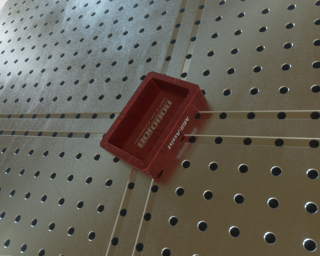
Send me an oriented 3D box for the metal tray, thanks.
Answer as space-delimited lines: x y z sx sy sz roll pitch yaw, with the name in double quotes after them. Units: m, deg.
-0.010 -0.009 0.416 0.090 0.030 0.130 24 75 36 "metal tray"
